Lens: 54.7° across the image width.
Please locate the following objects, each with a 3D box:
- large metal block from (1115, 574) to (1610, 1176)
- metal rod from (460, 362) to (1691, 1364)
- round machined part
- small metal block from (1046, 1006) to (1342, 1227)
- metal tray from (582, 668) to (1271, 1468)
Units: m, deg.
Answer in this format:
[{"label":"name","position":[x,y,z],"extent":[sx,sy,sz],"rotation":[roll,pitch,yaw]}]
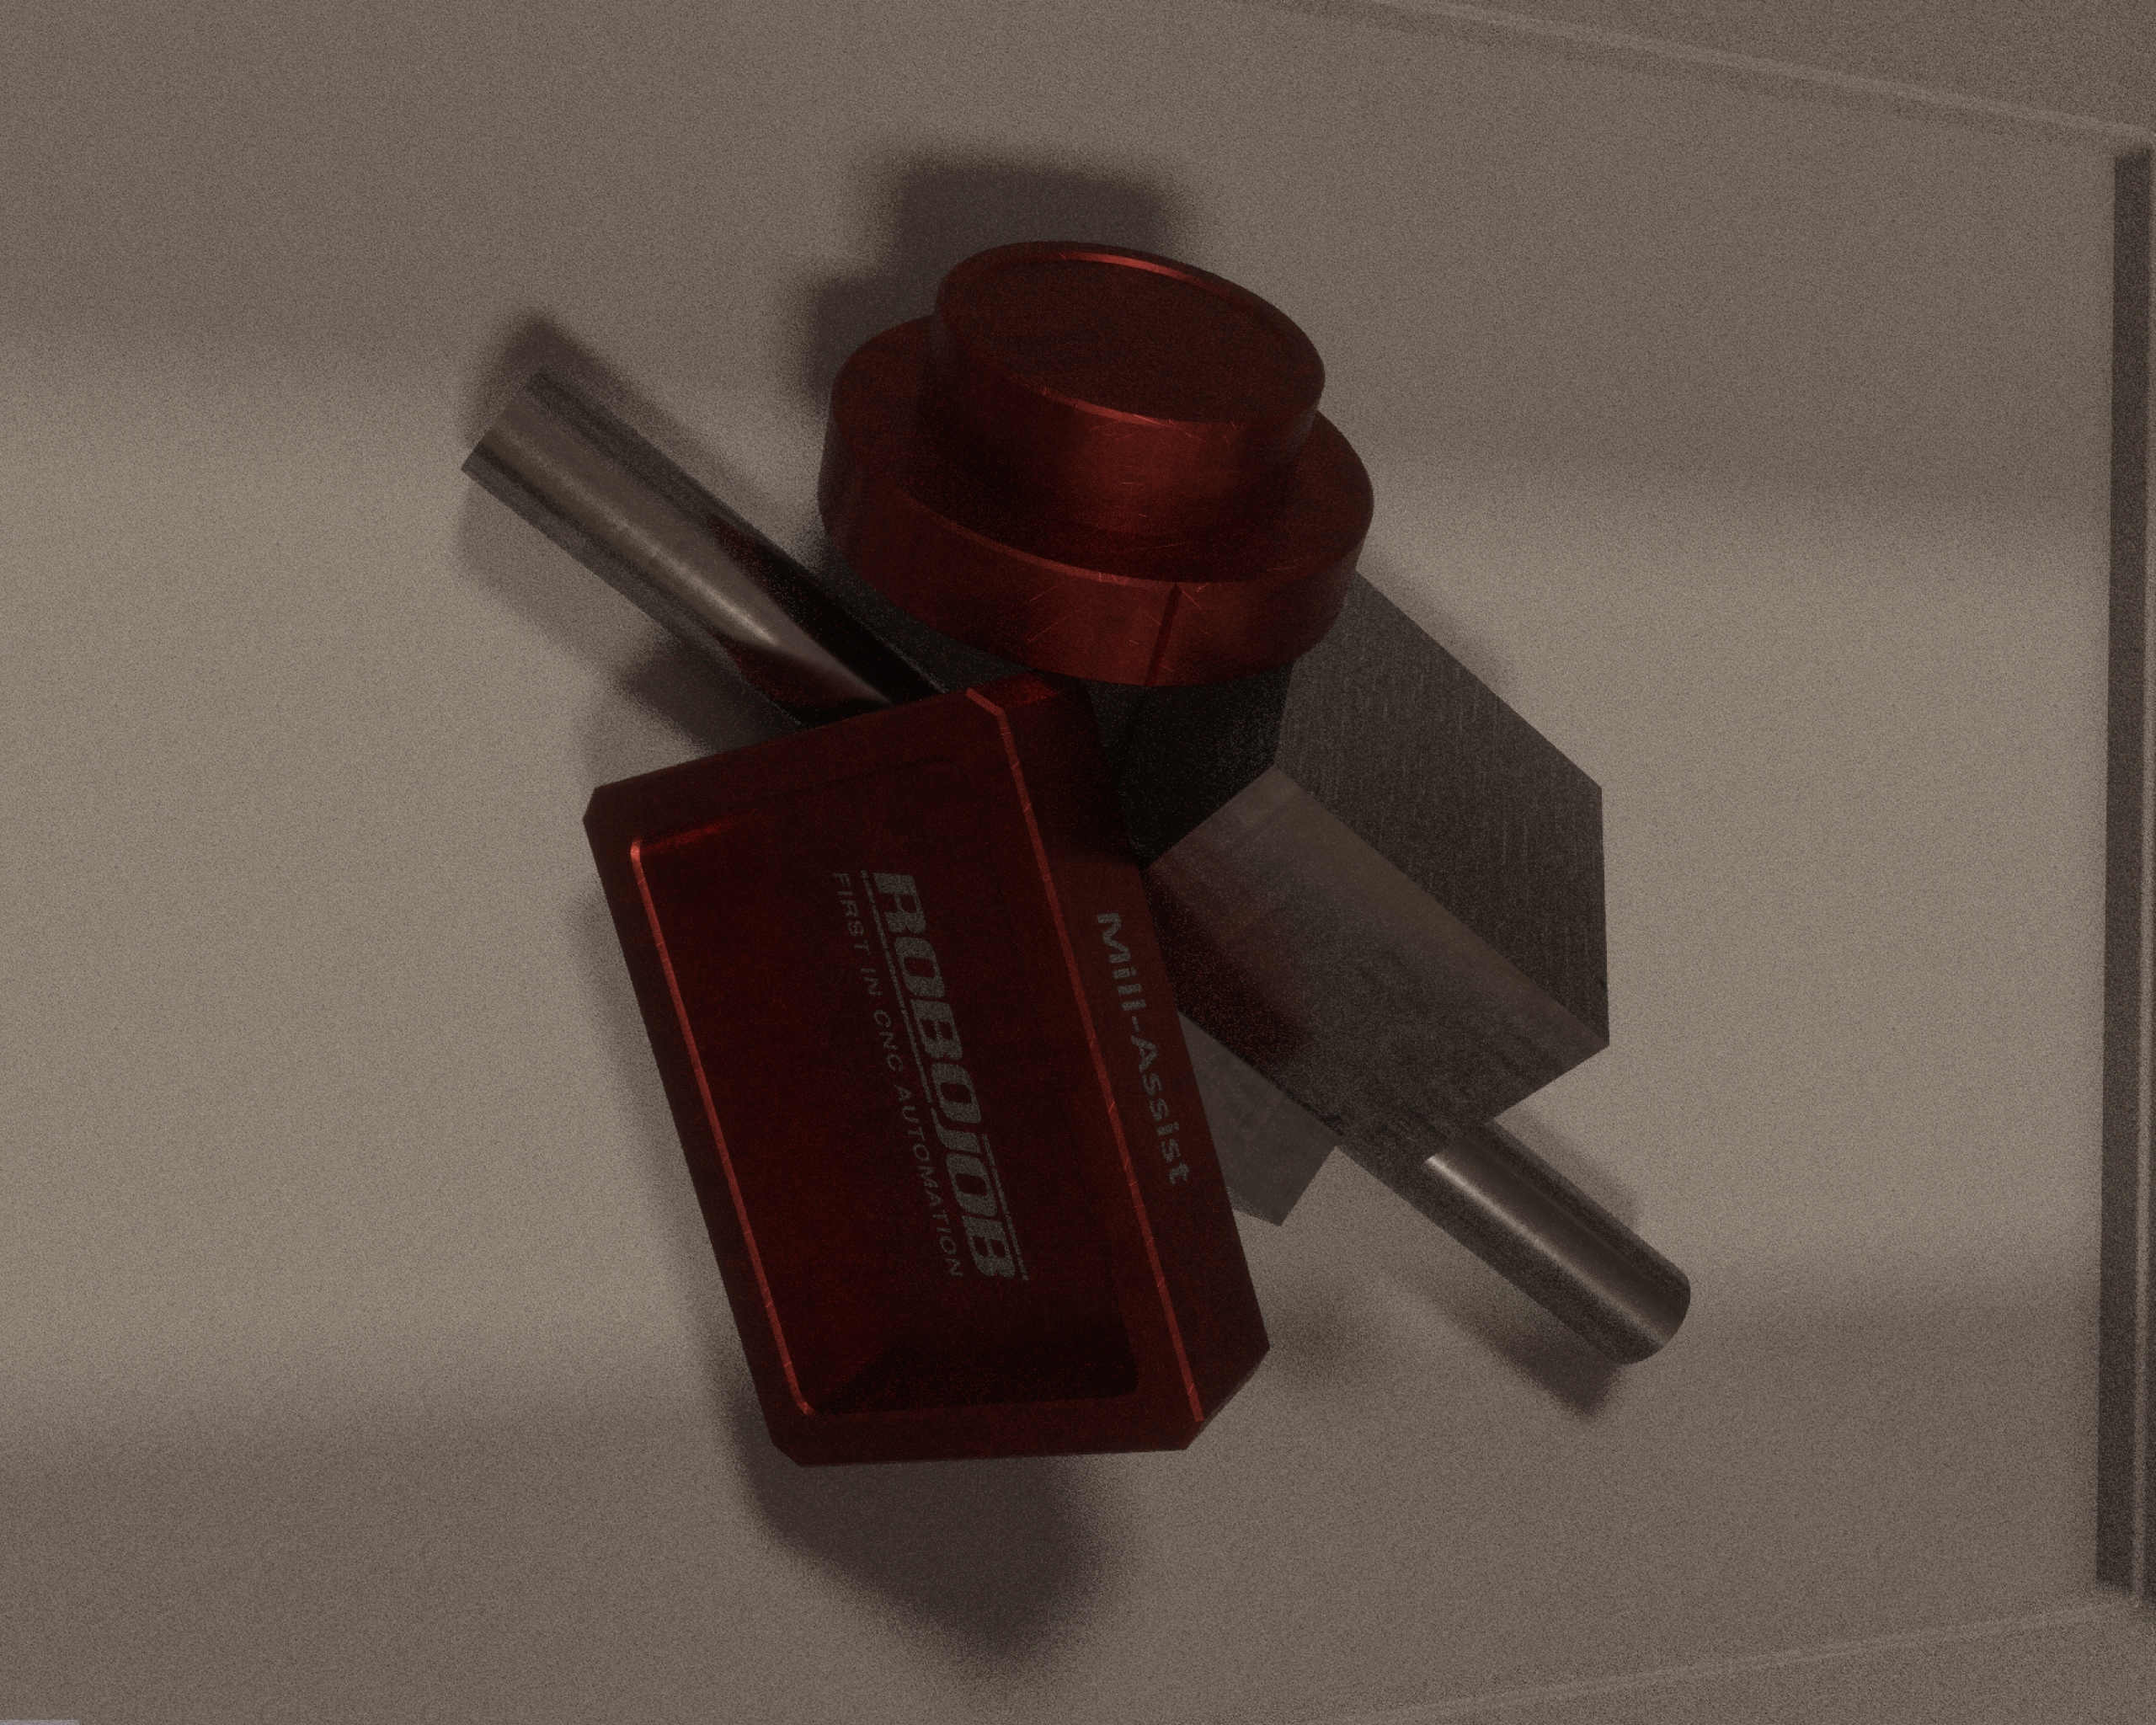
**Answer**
[{"label":"large metal block","position":[0.053,-0.002,0.396],"extent":[0.080,0.050,0.080],"rotation":[39,35,-16]},{"label":"metal rod","position":[0.011,0.010,0.414],"extent":[0.301,0.025,0.025],"rotation":[38,78,-16]},{"label":"round machined part","position":[0.006,-0.077,0.371],"extent":[0.099,0.098,0.042],"rotation":[-2,131,-20]},{"label":"small metal block","position":[0.017,0.042,0.403],"extent":[0.050,0.050,0.025],"rotation":[40,77,-16]},{"label":"metal tray","position":[-0.027,0.038,0.367],"extent":[0.030,0.090,0.129],"rotation":[-26,102,-60]}]
